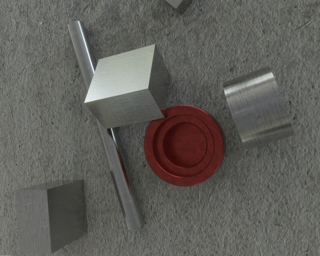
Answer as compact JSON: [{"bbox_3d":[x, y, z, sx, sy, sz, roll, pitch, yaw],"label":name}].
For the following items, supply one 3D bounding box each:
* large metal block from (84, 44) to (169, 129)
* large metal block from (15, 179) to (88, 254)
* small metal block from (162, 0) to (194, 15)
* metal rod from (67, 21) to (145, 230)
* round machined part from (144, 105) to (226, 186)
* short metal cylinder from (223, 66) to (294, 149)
[{"bbox_3d":[-0.038,-0.051,0.387,0.080,0.050,0.080,-10,48,19],"label":"large metal block"},{"bbox_3d":[-0.148,0.118,0.430,0.050,0.080,0.080,-5,88,20],"label":"large metal block"},{"bbox_3d":[0.022,-0.185,0.400,0.050,0.025,0.050,43,103,14],"label":"small metal block"},{"bbox_3d":[-0.078,-0.008,0.435,0.025,0.025,0.299,-20,84,18],"label":"metal rod"},{"bbox_3d":[0.033,0.021,0.388,0.098,0.042,0.097,0,90,19],"label":"round machined part"},{"bbox_3d":[0.108,-0.022,0.342,0.050,0.080,0.080,-20,84,19],"label":"short metal cylinder"}]
